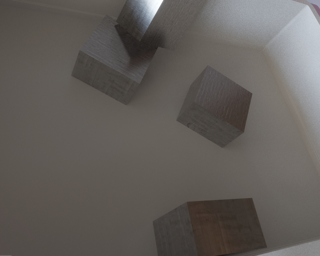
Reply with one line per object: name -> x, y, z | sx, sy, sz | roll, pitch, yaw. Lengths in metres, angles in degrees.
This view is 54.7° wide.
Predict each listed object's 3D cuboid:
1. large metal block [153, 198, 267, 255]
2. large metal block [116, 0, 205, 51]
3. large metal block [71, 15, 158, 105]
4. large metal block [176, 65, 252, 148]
large metal block -> 0.048, 0.112, 0.328 | 0.081, 0.080, 0.050 | 4, 60, -27
large metal block -> 0.002, -0.157, 0.414 | 0.050, 0.080, 0.080 | 45, 26, 23
large metal block -> -0.058, -0.091, 0.413 | 0.080, 0.050, 0.080 | 29, 52, -10
large metal block -> 0.081, -0.031, 0.452 | 0.080, 0.050, 0.080 | 31, 52, -9
